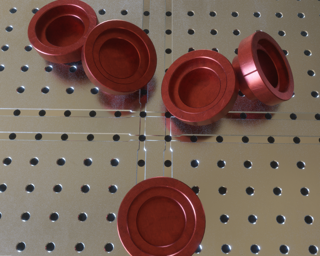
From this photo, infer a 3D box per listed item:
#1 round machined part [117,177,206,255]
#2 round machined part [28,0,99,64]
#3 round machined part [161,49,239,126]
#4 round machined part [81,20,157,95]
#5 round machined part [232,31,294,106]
[{"bbox_3d":[0.002,0.109,0.363,0.099,0.042,0.098,0,70,-1],"label":"round machined part"},{"bbox_3d":[-0.133,-0.134,0.447,0.099,0.042,0.098,-2,68,4],"label":"round machined part"},{"bbox_3d":[0.055,-0.050,0.409,0.098,0.042,0.098,-6,73,23],"label":"round machined part"},{"bbox_3d":[-0.057,-0.092,0.423,0.099,0.042,0.097,3,83,-23],"label":"round machined part"},{"bbox_3d":[0.134,-0.075,0.415,0.099,0.042,0.098,18,62,-37],"label":"round machined part"}]
